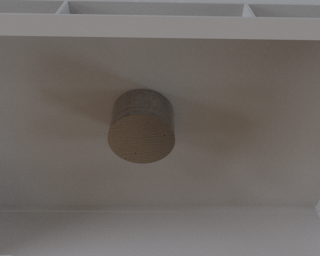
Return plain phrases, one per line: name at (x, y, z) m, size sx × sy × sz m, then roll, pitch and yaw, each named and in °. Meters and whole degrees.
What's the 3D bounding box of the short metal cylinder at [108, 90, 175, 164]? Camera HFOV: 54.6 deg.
short metal cylinder at (-0.022, -0.001, 0.389) m, size 0.080 × 0.050 × 0.080 m, roll 0°, pitch 130°, yaw 0°
